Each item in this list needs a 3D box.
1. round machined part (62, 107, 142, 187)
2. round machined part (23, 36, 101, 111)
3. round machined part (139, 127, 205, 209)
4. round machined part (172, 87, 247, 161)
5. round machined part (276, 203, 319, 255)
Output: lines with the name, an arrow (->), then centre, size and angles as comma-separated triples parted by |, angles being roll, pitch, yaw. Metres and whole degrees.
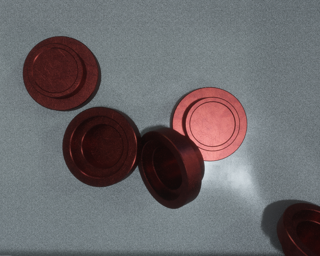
round machined part -> -0.069, 0.023, 0.395 | 0.098, 0.042, 0.097 | 0, 89, 14
round machined part -> -0.129, -0.071, 0.402 | 0.099, 0.042, 0.097 | 0, 90, 0
round machined part -> 0.017, 0.046, 0.385 | 0.042, 0.098, 0.097 | -17, 90, -36
round machined part -> 0.065, -0.005, 0.403 | 0.099, 0.042, 0.097 | 0, 90, 0
round machined part -> 0.193, 0.145, 0.385 | 0.099, 0.098, 0.042 | 14, 123, 0
